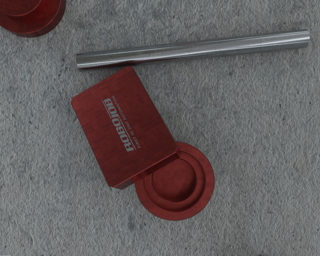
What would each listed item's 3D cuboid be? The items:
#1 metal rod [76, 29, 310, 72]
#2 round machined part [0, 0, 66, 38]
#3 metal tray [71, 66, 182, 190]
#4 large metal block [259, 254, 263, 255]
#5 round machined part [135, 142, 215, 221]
[{"bbox_3d":[0.043,-0.103,0.410,0.302,0.025,0.025,-6,90,-1],"label":"metal rod"},{"bbox_3d":[-0.177,-0.171,0.399,0.099,0.042,0.097,0,90,-1],"label":"round machined part"},{"bbox_3d":[-0.044,-0.002,0.382,0.090,0.030,0.130,-30,69,2],"label":"metal tray"},{"bbox_3d":[0.125,0.218,0.384,0.080,0.080,0.050,-42,91,0],"label":"large metal block"},{"bbox_3d":[0.018,0.066,0.402,0.099,0.042,0.097,0,90,-1],"label":"round machined part"}]
